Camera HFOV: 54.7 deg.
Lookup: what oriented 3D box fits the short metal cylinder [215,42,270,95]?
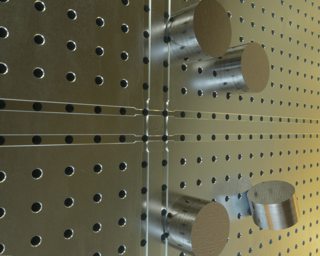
[{"bbox_3d":[0.136,-0.096,0.510,0.081,0.050,0.079,0,90,-40],"label":"short metal cylinder"}]

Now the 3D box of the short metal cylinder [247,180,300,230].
[{"bbox_3d":[0.199,0.134,0.544,0.081,0.080,0.050,-28,108,-37],"label":"short metal cylinder"}]

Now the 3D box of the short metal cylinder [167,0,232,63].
[{"bbox_3d":[0.057,-0.137,0.443,0.081,0.050,0.079,0,90,-40],"label":"short metal cylinder"}]

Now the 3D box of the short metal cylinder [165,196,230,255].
[{"bbox_3d":[0.054,0.141,0.441,0.081,0.050,0.079,0,90,-40],"label":"short metal cylinder"}]
